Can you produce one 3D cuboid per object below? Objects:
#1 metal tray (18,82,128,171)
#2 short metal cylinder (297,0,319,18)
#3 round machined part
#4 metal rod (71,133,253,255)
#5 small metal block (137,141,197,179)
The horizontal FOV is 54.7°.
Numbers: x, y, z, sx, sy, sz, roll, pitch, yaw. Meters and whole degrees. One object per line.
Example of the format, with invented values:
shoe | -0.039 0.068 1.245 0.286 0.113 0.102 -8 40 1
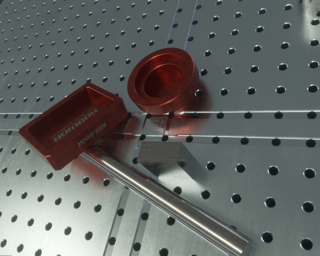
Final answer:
metal tray | -0.123 -0.008 0.445 0.090 0.030 0.131 28 58 38
short metal cylinder | 0.217 -0.189 0.394 0.080 0.050 0.080 -13 56 20
round machined part | 0.008 -0.060 0.429 0.098 0.042 0.098 -13 56 20
metal rod | -0.028 0.065 0.381 0.300 0.025 0.025 25 75 36
small metal block | 0.009 0.038 0.363 0.050 0.050 0.025 0 62 28
